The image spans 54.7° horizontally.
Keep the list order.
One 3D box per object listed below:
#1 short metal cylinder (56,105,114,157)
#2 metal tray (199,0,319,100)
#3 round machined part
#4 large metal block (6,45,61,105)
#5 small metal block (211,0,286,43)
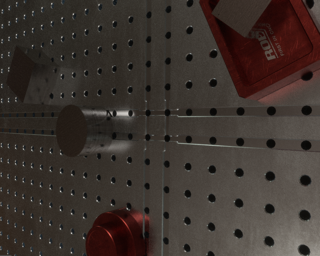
[{"bbox_3d":[-0.119,0.004,0.489,0.080,0.050,0.079,0,90,39],"label":"short metal cylinder"},{"bbox_3d":[0.104,-0.105,0.319,0.090,0.030,0.129,-30,72,35],"label":"metal tray"},{"bbox_3d":[-0.072,0.173,0.455,0.098,0.042,0.097,0,90,39],"label":"round machined part"},{"bbox_3d":[-0.243,-0.100,0.590,0.080,0.050,0.079,39,114,33],"label":"large metal block"},{"bbox_3d":[0.090,-0.125,0.317,0.050,0.025,0.050,48,118,28],"label":"small metal block"}]
